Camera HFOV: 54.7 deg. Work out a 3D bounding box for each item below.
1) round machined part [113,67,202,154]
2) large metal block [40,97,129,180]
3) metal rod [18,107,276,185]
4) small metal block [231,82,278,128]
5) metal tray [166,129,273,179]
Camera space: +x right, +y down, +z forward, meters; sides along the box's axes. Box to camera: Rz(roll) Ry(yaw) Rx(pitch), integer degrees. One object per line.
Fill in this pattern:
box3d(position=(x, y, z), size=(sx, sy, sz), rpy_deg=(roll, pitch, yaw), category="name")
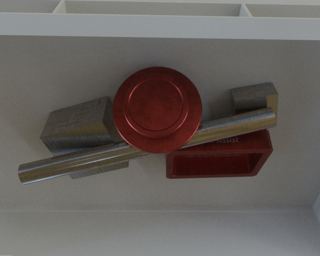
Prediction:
box3d(position=(-0.003, -0.021, 0.339), size=(0.099, 0.097, 0.042), rpy_deg=(-4, 171, 2), category="round machined part")
box3d(position=(-0.091, 0.015, 0.401), size=(0.080, 0.050, 0.080), rpy_deg=(-14, 129, 11), category="large metal block")
box3d(position=(-0.015, 0.021, 0.366), size=(0.302, 0.025, 0.025), rpy_deg=(-13, 130, 1), category="metal rod")
box3d(position=(0.118, -0.025, 0.387), size=(0.050, 0.025, 0.050), rpy_deg=(-9, 130, 7), category="small metal block")
box3d(position=(0.073, 0.037, 0.418), size=(0.131, 0.030, 0.090), rpy_deg=(-2, 150, 0), category="metal tray")
